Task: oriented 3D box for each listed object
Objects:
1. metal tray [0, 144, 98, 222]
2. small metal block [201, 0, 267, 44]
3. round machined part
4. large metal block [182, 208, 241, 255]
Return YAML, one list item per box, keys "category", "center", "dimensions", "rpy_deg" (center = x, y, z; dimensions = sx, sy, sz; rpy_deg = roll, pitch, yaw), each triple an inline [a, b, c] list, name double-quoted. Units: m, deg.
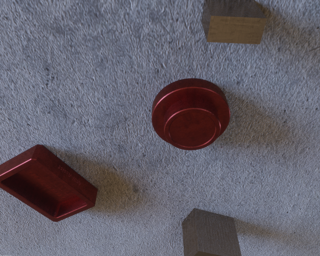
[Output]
- category: "metal tray"
  center: [-0.172, 0.090, 0.477]
  dimensions: [0.090, 0.030, 0.130]
  rpy_deg: [-26, 126, 20]
- category: "small metal block"
  center: [0.070, -0.105, 0.302]
  dimensions: [0.050, 0.050, 0.025]
  rpy_deg: [2, 130, -2]
- category: "round machined part"
  center: [0.039, -0.010, 0.388]
  dimensions: [0.099, 0.042, 0.097]
  rpy_deg: [-1, 130, 0]
- category: "large metal block"
  center: [0.088, 0.196, 0.539]
  dimensions: [0.081, 0.080, 0.050]
  rpy_deg: [18, 128, -15]
